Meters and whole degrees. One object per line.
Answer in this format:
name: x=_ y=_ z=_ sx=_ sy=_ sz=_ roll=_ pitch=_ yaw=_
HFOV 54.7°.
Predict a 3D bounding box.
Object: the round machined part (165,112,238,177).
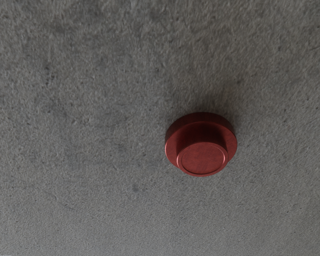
round machined part: x=0.056 y=0.029 z=0.422 sx=0.099 sy=0.042 sz=0.097 roll=-1 pitch=130 yaw=0
